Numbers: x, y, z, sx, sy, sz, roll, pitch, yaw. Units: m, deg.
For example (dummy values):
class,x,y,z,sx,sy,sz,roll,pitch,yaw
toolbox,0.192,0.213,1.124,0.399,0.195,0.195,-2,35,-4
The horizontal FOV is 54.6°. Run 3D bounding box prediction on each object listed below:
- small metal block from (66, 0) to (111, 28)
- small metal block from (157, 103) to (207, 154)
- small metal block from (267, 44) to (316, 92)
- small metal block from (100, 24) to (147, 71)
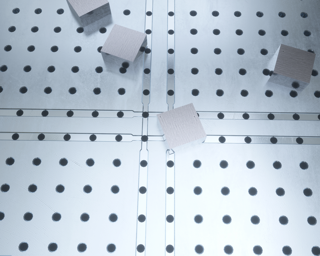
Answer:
class,x,y,z,sx,sy,sz,roll,pitch,yaw
small metal block,-0.112,-0.193,0.482,0.050,0.025,0.050,-31,73,-11
small metal block,0.028,0.001,0.412,0.050,0.025,0.050,-19,71,-7
small metal block,0.188,-0.086,0.444,0.050,0.025,0.050,19,71,6
small metal block,-0.052,-0.118,0.455,0.050,0.025,0.050,20,71,7
